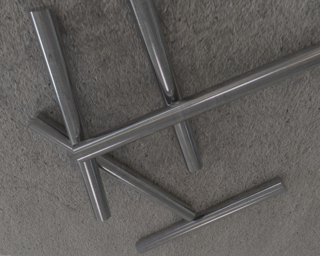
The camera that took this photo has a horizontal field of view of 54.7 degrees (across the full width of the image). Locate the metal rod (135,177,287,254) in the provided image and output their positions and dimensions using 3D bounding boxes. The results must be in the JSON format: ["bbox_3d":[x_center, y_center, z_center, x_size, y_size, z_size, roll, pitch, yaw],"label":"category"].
[{"bbox_3d":[0.076,0.160,0.543,0.299,0.025,0.025,-32,123,24],"label":"metal rod"}]

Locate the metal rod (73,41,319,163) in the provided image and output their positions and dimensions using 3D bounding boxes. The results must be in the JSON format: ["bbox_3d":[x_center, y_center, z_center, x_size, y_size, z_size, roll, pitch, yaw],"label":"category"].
[{"bbox_3d":[0.040,-0.027,0.355,0.301,0.025,0.025,-22,127,6],"label":"metal rod"}]

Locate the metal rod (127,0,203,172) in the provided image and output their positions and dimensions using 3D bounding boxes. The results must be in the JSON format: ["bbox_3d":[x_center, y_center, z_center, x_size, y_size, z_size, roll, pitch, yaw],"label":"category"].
[{"bbox_3d":[0.008,-0.054,0.360,0.025,0.025,0.299,-13,129,10],"label":"metal rod"}]

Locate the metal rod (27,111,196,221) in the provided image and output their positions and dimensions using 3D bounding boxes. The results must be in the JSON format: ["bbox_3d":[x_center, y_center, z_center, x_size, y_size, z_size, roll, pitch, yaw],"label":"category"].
[{"bbox_3d":[-0.055,0.069,0.464,0.301,0.025,0.025,37,121,-27],"label":"metal rod"}]

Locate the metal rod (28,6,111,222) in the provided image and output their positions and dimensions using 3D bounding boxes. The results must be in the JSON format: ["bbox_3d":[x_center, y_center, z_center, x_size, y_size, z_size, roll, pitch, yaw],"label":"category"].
[{"bbox_3d":[-0.102,0.007,0.386,0.025,0.025,0.298,-5,123,4],"label":"metal rod"}]
